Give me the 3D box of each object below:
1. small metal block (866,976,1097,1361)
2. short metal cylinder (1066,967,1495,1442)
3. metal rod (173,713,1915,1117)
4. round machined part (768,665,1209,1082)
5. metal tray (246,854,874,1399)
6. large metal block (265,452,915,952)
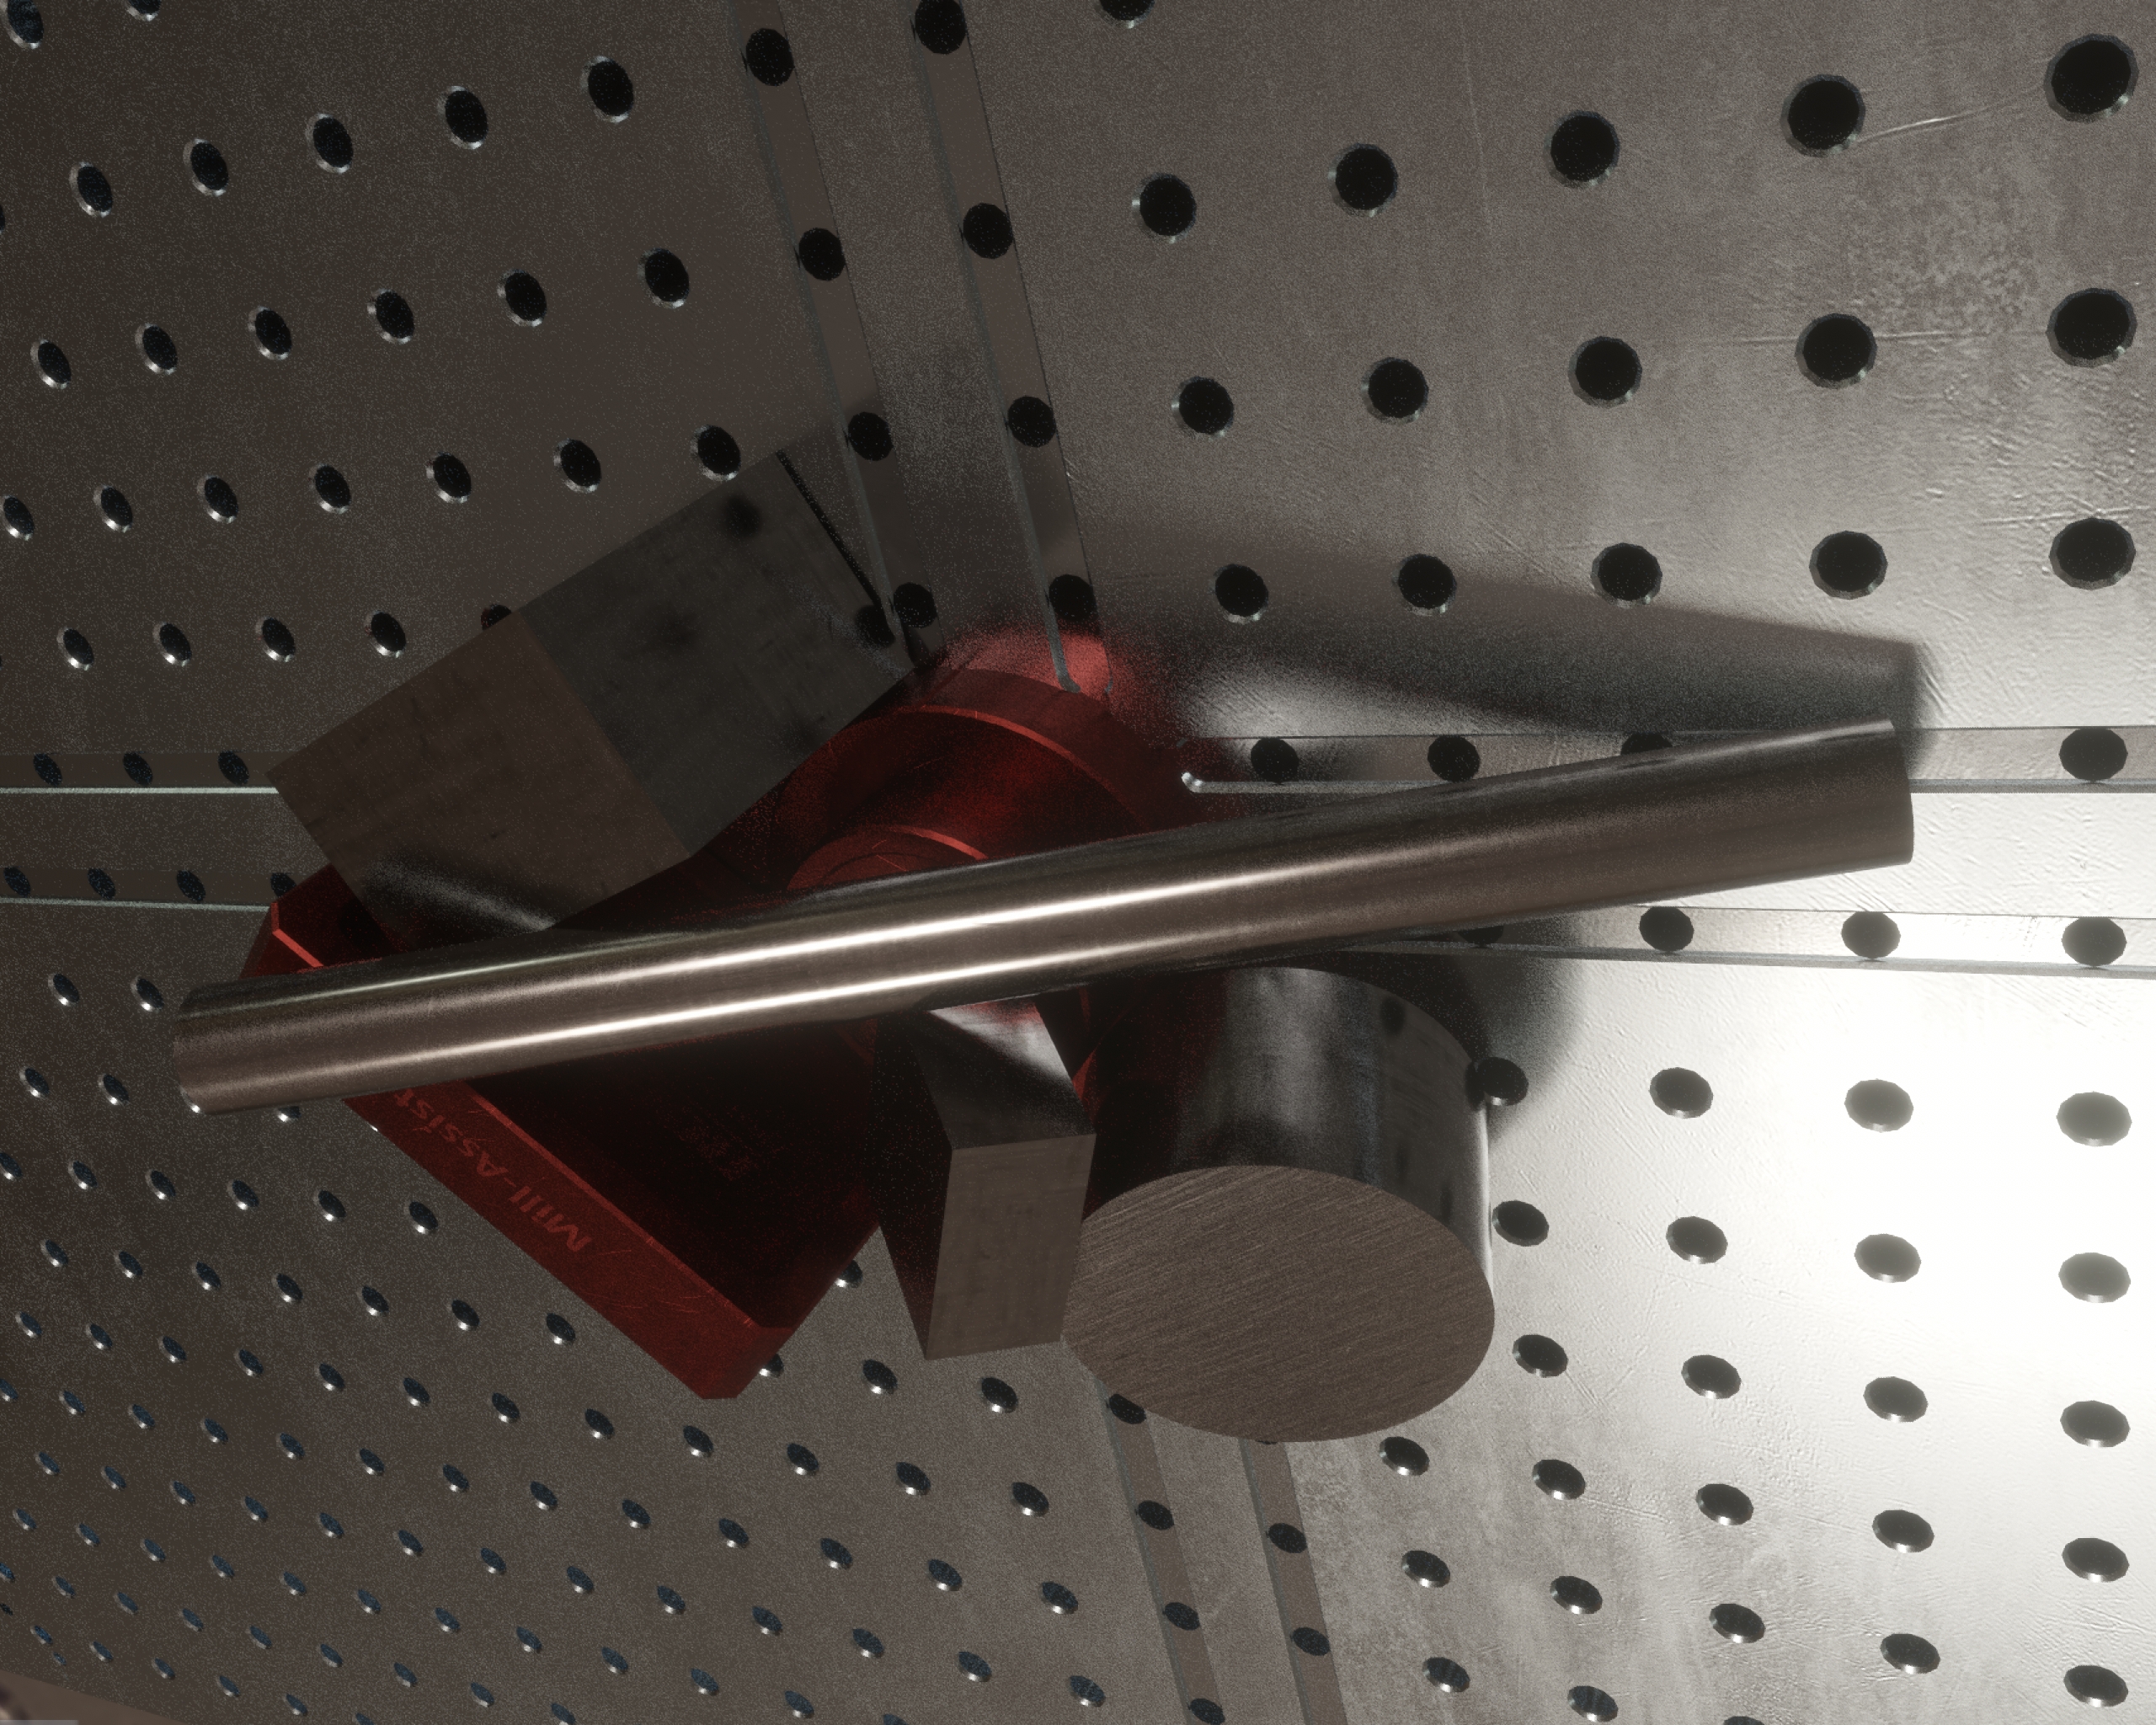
[{"bbox_3d":[-0.020,0.053,0.380,0.025,0.050,0.050,-4,125,-19],"label":"small metal block"},{"bbox_3d":[0.038,0.066,0.399,0.080,0.050,0.079,4,130,5],"label":"short metal cylinder"},{"bbox_3d":[-0.015,0.012,0.363,0.301,0.025,0.025,-9,115,10],"label":"metal rod"},{"bbox_3d":[-0.021,0.013,0.421,0.098,0.042,0.097,13,124,20],"label":"round machined part"},{"bbox_3d":[-0.095,0.038,0.440,0.130,0.090,0.030,40,129,1],"label":"metal tray"},{"bbox_3d":[-0.092,-0.028,0.403,0.080,0.080,0.050,-23,106,36],"label":"large metal block"}]
